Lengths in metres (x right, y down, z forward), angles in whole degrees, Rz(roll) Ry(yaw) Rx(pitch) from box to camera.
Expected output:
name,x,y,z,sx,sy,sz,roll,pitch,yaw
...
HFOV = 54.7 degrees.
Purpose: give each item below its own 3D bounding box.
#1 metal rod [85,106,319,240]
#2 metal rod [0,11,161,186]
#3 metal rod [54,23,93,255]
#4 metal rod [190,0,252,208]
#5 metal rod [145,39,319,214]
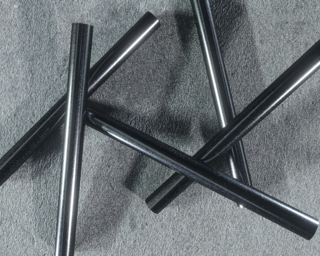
name,x,y,z,sx,sy,sz,roll,pitch,yaw
metal rod,0.034,0.046,0.372,0.301,0.025,0.025,26,90,15
metal rod,-0.113,-0.038,0.408,0.025,0.025,0.300,45,90,0
metal rod,-0.110,0.023,0.391,0.025,0.025,0.298,7,97,0
metal rod,0.082,-0.044,0.410,0.025,0.025,0.298,-13,90,0
metal rod,0.095,0.001,0.383,0.299,0.025,0.025,-44,90,11
